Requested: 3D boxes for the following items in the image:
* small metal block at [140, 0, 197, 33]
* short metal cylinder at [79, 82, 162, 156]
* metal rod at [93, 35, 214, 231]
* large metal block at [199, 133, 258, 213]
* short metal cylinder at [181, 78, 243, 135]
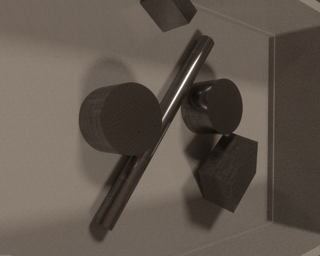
[{"bbox_3d":[0.011,-0.157,0.401,0.050,0.050,0.025,45,63,-31],"label":"small metal block"},{"bbox_3d":[-0.044,-0.010,0.355,0.081,0.050,0.079,0,90,-40],"label":"short metal cylinder"},{"bbox_3d":[0.002,-0.010,0.410,0.025,0.025,0.300,44,63,-32],"label":"metal rod"},{"bbox_3d":[0.104,0.065,0.461,0.080,0.050,0.080,-50,146,-28],"label":"large metal block"},{"bbox_3d":[0.077,-0.030,0.458,0.081,0.050,0.079,0,90,-40],"label":"short metal cylinder"}]
